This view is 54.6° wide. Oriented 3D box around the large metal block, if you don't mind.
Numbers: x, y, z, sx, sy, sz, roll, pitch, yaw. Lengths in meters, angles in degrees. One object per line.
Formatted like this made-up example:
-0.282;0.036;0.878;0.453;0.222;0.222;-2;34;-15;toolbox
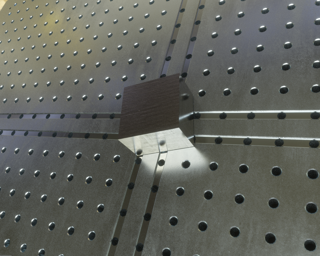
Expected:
-0.003;-0.016;0.403;0.080;0.050;0.080;-11;57;22;large metal block
